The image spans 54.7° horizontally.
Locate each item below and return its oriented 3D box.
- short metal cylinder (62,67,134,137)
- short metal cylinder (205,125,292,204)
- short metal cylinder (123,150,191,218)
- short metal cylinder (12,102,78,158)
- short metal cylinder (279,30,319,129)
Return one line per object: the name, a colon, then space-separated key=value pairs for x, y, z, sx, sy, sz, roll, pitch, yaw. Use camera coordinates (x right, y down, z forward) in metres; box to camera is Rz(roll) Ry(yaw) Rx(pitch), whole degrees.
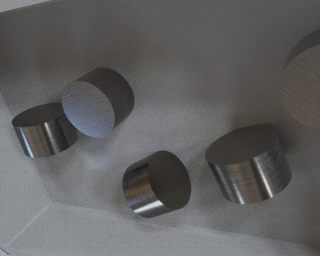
short metal cylinder: x=-0.082 y=-0.034 z=0.413 sx=0.080 sy=0.050 sz=0.079 roll=13 pitch=124 yaw=20
short metal cylinder: x=0.098 y=0.038 z=0.345 sx=0.080 sy=0.080 sz=0.050 roll=-14 pitch=111 yaw=33
short metal cylinder: x=-0.003 y=0.076 z=0.421 sx=0.050 sy=0.080 sz=0.080 roll=-30 pitch=102 yaw=37
short metal cylinder: x=-0.169 y=0.001 z=0.461 sx=0.080 sy=0.080 sz=0.050 roll=4 pitch=120 yaw=26
short metal cylinder: x=0.155 y=-0.045 z=0.283 sx=0.080 sy=0.050 sz=0.079 roll=13 pitch=124 yaw=20
